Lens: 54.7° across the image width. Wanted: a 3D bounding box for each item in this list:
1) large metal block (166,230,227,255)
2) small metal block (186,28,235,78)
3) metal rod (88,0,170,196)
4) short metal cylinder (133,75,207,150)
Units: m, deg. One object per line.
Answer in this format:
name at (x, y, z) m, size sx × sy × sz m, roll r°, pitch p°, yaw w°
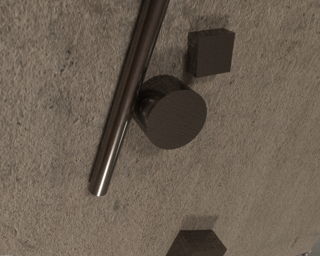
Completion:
large metal block at (0.064, 0.238, 0.575) m, size 0.081 × 0.050 × 0.079 m, roll 12°, pitch 112°, yaw -34°
small metal block at (0.062, -0.094, 0.385) m, size 0.050 × 0.025 × 0.050 m, roll -14°, pitch 124°, yaw -21°
metal rod at (-0.035, -0.047, 0.359) m, size 0.025 × 0.025 × 0.298 m, roll 6°, pitch 115°, yaw -32°
short metal cylinder at (0.011, -0.020, 0.386) m, size 0.081 × 0.050 × 0.079 m, roll -14°, pitch 125°, yaw -21°
